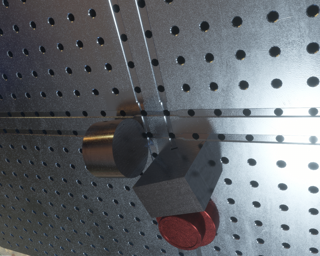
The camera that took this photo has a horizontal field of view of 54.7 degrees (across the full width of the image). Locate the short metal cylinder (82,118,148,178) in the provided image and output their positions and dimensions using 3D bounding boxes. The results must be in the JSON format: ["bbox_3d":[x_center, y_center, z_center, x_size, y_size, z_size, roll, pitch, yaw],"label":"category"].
[{"bbox_3d":[-0.059,0.029,0.424,0.050,0.080,0.080,-6,116,31],"label":"short metal cylinder"}]

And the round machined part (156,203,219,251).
[{"bbox_3d":[0.037,0.146,0.471,0.098,0.042,0.097,13,124,21],"label":"round machined part"}]

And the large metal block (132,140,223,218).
[{"bbox_3d":[0.025,0.067,0.404,0.080,0.080,0.050,-19,108,35],"label":"large metal block"}]
